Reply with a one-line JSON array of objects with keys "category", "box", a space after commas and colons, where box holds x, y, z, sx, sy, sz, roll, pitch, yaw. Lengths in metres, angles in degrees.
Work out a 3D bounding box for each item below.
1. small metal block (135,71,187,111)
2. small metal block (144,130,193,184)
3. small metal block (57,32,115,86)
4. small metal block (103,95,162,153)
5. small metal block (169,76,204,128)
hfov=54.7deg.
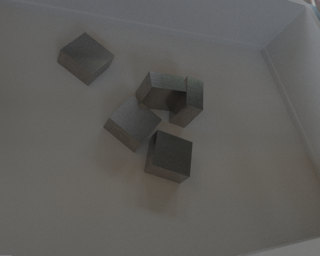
[{"category": "small metal block", "box": [0.000, -0.049, 0.421, 0.050, 0.050, 0.025, 5, 60, -26]}, {"category": "small metal block", "box": [0.011, 0.036, 0.391, 0.050, 0.025, 0.050, 20, 54, -17]}, {"category": "small metal block", "box": [-0.097, -0.092, 0.410, 0.050, 0.025, 0.050, 38, 51, -3]}, {"category": "small metal block", "box": [-0.034, -0.006, 0.392, 0.050, 0.025, 0.050, 40, 51, -2]}, {"category": "small metal block", "box": [0.036, -0.036, 0.433, 0.025, 0.050, 0.050, 19, 54, -18]}]
